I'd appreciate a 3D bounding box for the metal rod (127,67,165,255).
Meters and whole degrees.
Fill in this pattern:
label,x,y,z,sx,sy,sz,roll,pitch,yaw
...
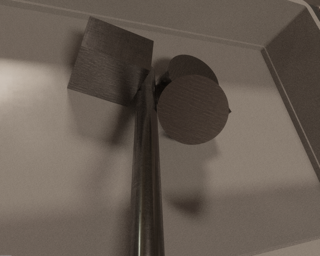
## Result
label,x,y,z,sx,sy,sz,roll,pitch,yaw
metal rod,-0.014,0.006,0.324,0.025,0.025,0.300,21,31,-16

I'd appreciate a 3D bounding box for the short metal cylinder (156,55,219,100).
label,x,y,z,sx,sy,sz,roll,pitch,yaw
short metal cylinder,0.037,-0.058,0.447,0.081,0.050,0.080,14,56,-21

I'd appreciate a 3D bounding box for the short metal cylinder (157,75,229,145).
label,x,y,z,sx,sy,sz,roll,pitch,yaw
short metal cylinder,0.039,-0.019,0.374,0.080,0.050,0.080,0,86,4

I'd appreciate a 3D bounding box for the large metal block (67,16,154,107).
label,x,y,z,sx,sy,sz,roll,pitch,yaw
large metal block,-0.062,-0.079,0.386,0.081,0.080,0.050,17,55,-19

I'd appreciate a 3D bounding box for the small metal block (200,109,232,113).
label,x,y,z,sx,sy,sz,roll,pitch,yaw
small metal block,0.063,-0.014,0.434,0.050,0.050,0.025,-19,73,-36
